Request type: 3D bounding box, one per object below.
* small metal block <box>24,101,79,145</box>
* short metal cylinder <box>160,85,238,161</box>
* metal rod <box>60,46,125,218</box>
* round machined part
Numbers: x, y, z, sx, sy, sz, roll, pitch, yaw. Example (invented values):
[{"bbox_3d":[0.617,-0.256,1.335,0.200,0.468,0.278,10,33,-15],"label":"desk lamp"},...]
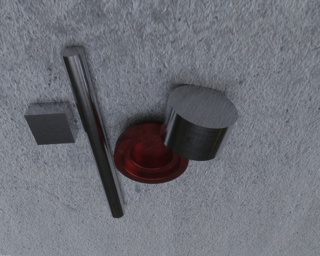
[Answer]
[{"bbox_3d":[-0.138,-0.006,0.401,0.050,0.025,0.050,-4,130,3],"label":"small metal block"},{"bbox_3d":[0.044,-0.007,0.365,0.081,0.080,0.050,9,129,-8],"label":"short metal cylinder"},{"bbox_3d":[-0.084,0.030,0.431,0.025,0.025,0.298,-4,130,3],"label":"metal rod"},{"bbox_3d":[-0.011,0.029,0.419,0.099,0.042,0.097,1,133,1],"label":"round machined part"}]
